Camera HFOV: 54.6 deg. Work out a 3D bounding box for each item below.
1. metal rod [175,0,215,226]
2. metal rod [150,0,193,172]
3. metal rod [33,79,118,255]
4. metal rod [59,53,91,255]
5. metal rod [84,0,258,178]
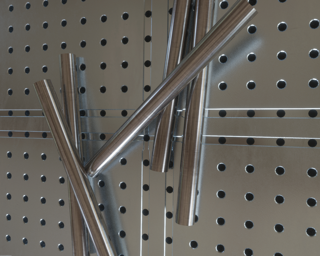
[{"bbox_3d":[0.045,-0.026,0.396,0.025,0.025,0.298,6,92,20],"label":"metal rod"},{"bbox_3d":[0.020,-0.091,0.405,0.025,0.025,0.298,9,93,20],"label":"metal rod"},{"bbox_3d":[-0.111,0.077,0.432,0.025,0.025,0.299,-20,91,19],"label":"metal rod"},{"bbox_3d":[-0.126,0.041,0.457,0.025,0.025,0.298,-5,88,20],"label":"metal rod"},{"bbox_3d":[-0.003,-0.034,0.386,0.299,0.025,0.025,-45,76,25],"label":"metal rod"}]
